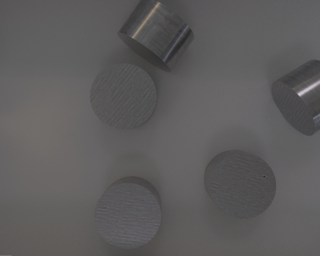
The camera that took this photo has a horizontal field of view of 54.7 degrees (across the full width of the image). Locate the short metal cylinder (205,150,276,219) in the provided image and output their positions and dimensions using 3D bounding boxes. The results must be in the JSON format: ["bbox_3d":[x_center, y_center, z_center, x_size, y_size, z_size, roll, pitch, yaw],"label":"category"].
[{"bbox_3d":[0.101,0.070,0.400,0.081,0.050,0.080,0,90,0],"label":"short metal cylinder"}]

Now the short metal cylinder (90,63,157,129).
[{"bbox_3d":[-0.044,-0.039,0.398,0.081,0.050,0.080,0,90,0],"label":"short metal cylinder"}]

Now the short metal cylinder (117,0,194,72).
[{"bbox_3d":[-0.005,-0.113,0.384,0.080,0.080,0.050,35,90,0],"label":"short metal cylinder"}]

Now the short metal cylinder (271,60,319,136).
[{"bbox_3d":[0.185,-0.037,0.385,0.050,0.080,0.080,-32,90,0],"label":"short metal cylinder"}]

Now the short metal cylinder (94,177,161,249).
[{"bbox_3d":[-0.039,0.106,0.399,0.081,0.050,0.080,0,90,0],"label":"short metal cylinder"}]
